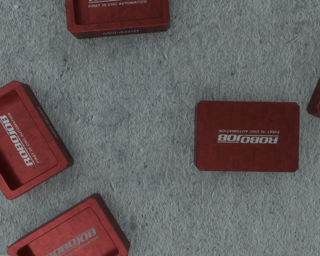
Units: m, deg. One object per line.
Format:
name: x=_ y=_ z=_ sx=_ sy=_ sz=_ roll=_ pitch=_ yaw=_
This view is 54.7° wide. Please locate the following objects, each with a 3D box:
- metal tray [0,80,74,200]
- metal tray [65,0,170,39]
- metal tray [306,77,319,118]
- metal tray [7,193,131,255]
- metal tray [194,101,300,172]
metal tray: x=-0.186 y=0.015 z=0.405 sx=0.090 sy=0.030 sz=0.130 roll=-31 pitch=90 yaw=0
metal tray: x=-0.056 y=-0.170 z=0.406 sx=0.131 sy=0.030 sz=0.089 roll=-5 pitch=90 yaw=0
metal tray: x=0.265 y=-0.064 z=0.409 sx=0.090 sy=0.030 sz=0.129 roll=23 pitch=90 yaw=0
metal tray: x=-0.117 y=0.157 z=0.406 sx=0.130 sy=0.030 sz=0.090 roll=-31 pitch=90 yaw=0
metal tray: x=0.112 y=0.011 z=0.408 sx=0.131 sy=0.030 sz=0.089 roll=1 pitch=90 yaw=0
